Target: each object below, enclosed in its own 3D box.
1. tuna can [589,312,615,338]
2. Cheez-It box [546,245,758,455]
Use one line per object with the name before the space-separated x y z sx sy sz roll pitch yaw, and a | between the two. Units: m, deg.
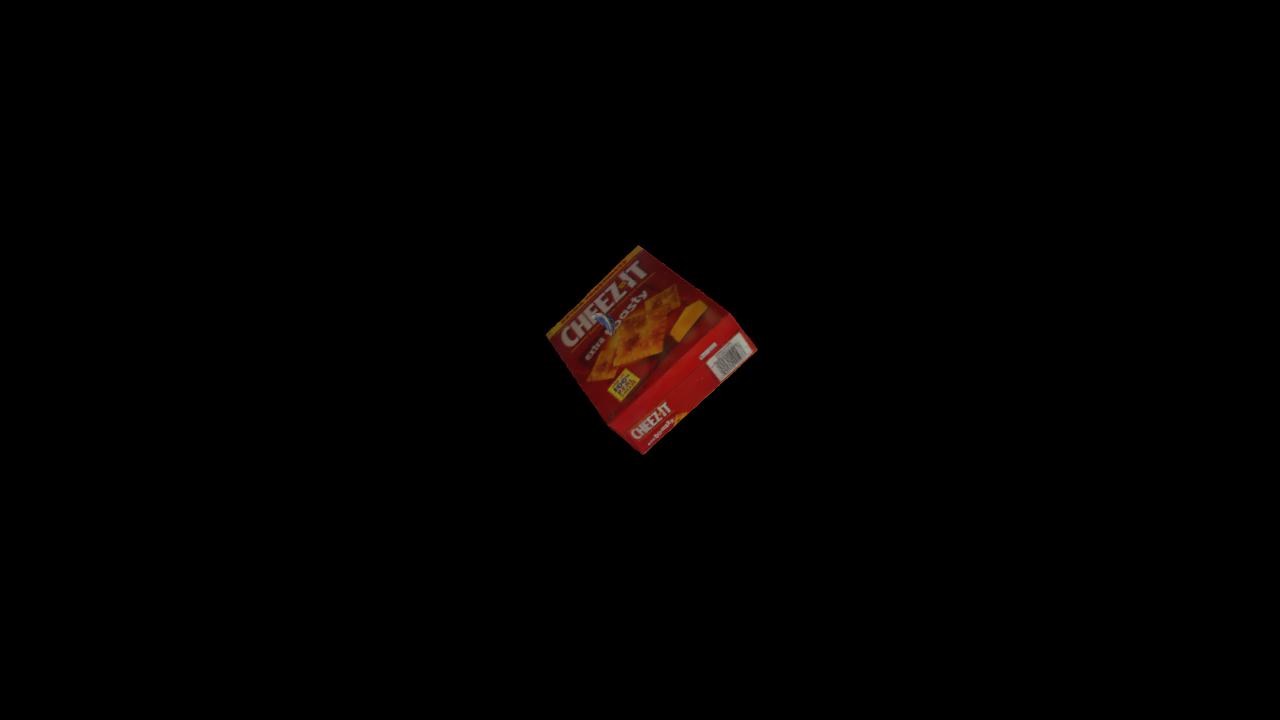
tuna can | -0.037 -0.011 0.712 0.034 0.084 0.084 4 -2 -31
Cheez-It box | 0.001 -0.022 0.696 0.071 0.166 0.223 47 1 -37
